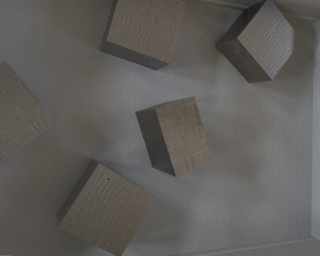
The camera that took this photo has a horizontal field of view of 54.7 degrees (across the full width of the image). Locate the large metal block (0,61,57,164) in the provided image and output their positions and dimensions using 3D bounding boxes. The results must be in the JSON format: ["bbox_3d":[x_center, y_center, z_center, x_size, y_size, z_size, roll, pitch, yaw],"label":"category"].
[{"bbox_3d":[-0.172,-0.013,0.334,0.080,0.050,0.080,-40,103,-16],"label":"large metal block"}]

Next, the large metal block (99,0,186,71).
[{"bbox_3d":[-0.023,-0.127,0.390,0.081,0.050,0.080,16,85,-20],"label":"large metal block"}]

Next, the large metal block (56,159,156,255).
[{"bbox_3d":[-0.066,0.094,0.374,0.080,0.050,0.080,35,79,-17],"label":"large metal block"}]

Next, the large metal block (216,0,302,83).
[{"bbox_3d":[0.143,-0.124,0.449,0.080,0.050,0.080,43,77,-19],"label":"large metal block"}]

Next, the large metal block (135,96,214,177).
[{"bbox_3d":[0.015,0.009,0.388,0.050,0.080,0.080,-19,97,-19],"label":"large metal block"}]
